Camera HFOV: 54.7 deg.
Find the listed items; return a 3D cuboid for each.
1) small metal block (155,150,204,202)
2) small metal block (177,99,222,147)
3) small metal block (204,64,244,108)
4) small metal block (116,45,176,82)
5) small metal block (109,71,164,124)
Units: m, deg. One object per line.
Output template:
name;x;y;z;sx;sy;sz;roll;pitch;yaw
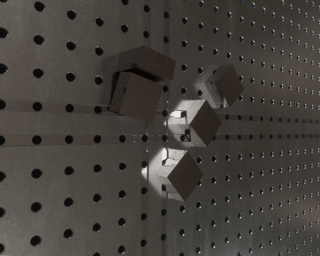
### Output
small metal block;0.028;0.066;0.435;0.050;0.025;0.050;-49;119;-29
small metal block;0.060;-0.007;0.462;0.050;0.025;0.050;51;60;-28
small metal block;0.105;-0.067;0.500;0.050;0.025;0.050;-47;118;-30
small metal block;-0.018;-0.075;0.380;0.050;0.050;0.025;16;79;-39
small metal block;-0.029;-0.037;0.381;0.050;0.025;0.050;17;90;-39
